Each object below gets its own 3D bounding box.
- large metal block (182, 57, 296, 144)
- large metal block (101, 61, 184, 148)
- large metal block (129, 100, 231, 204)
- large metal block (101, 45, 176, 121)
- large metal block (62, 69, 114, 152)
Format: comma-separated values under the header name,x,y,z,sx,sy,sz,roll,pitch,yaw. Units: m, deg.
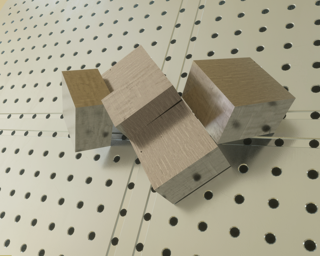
name,x,y,z,sx,sy,sz,roll,pitch,yaw
large metal block,0.083,-0.034,0.343,0.081,0.050,0.080,-9,47,-26
large metal block,-0.013,-0.023,0.394,0.080,0.080,0.050,-36,52,4
large metal block,0.022,0.028,0.364,0.080,0.050,0.080,-35,50,5
large metal block,-0.032,-0.059,0.446,0.080,0.050,0.080,-37,52,5
large metal block,-0.103,-0.026,0.435,0.050,0.079,0.080,-10,47,-25
